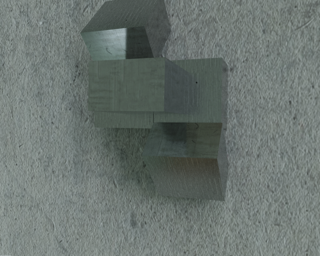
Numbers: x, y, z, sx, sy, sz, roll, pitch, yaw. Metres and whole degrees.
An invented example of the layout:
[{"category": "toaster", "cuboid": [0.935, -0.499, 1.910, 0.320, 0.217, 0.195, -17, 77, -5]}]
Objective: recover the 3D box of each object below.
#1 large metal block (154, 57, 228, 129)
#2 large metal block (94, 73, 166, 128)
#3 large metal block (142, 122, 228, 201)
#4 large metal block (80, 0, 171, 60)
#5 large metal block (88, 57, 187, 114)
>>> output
[{"category": "large metal block", "cuboid": [0.039, -0.039, 0.381, 0.080, 0.050, 0.079, 1, 90, 19]}, {"category": "large metal block", "cuboid": [-0.037, -0.040, 0.407, 0.080, 0.050, 0.079, 1, 90, 19]}, {"category": "large metal block", "cuboid": [0.034, 0.039, 0.362, 0.080, 0.080, 0.050, 1, 47, 19]}, {"category": "large metal block", "cuboid": [-0.039, -0.121, 0.387, 0.080, 0.050, 0.080, 1, 46, 20]}, {"category": "large metal block", "cuboid": [-0.020, -0.041, 0.334, 0.080, 0.080, 0.050, 1, 91, 19]}]
